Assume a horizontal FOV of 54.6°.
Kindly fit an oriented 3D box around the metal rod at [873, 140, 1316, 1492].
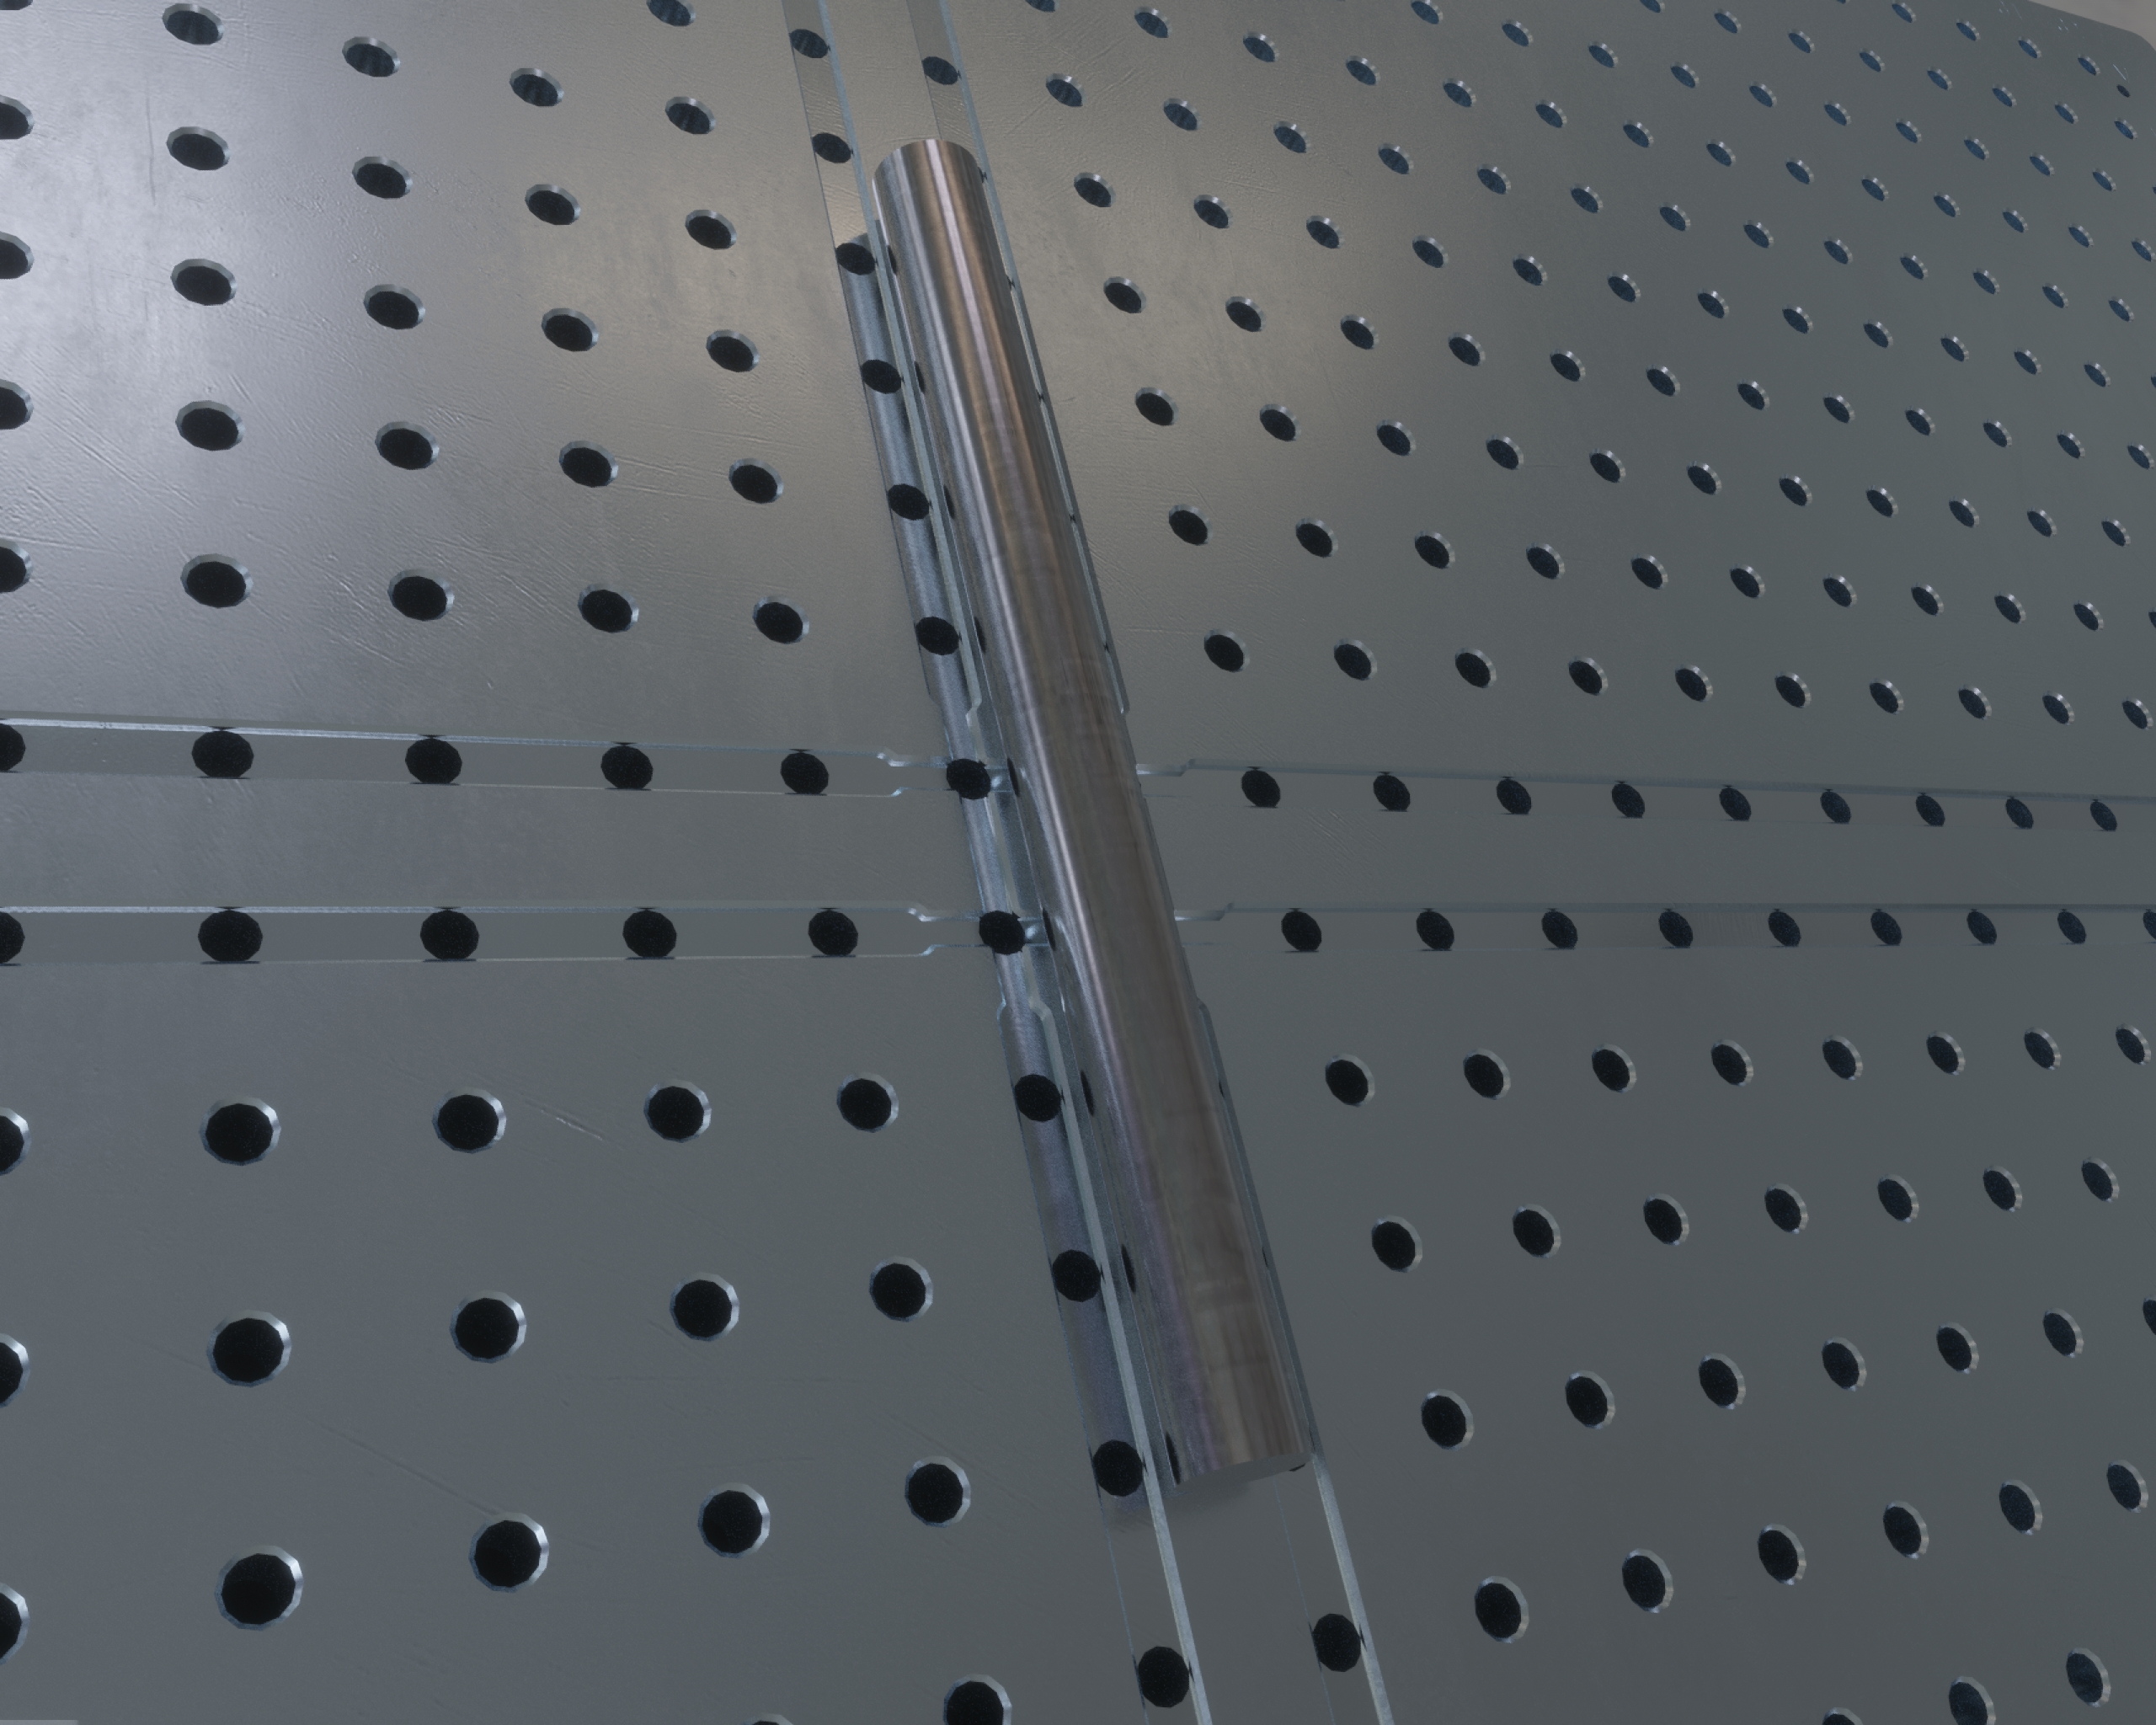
[{"bbox_3d":[-0.003,-0.027,0.422,0.025,0.025,0.299,1,62,-28],"label":"metal rod"}]
